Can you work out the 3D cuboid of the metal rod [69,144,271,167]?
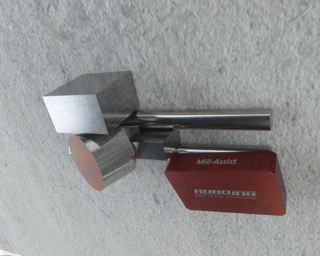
[{"bbox_3d":[-0.005,0.033,0.430,0.300,0.025,0.025,0,119,27],"label":"metal rod"}]

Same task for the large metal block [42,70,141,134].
[{"bbox_3d":[-0.083,-0.034,0.394,0.080,0.080,0.050,1,119,27],"label":"large metal block"}]

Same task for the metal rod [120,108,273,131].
[{"bbox_3d":[-0.012,-0.011,0.407,0.301,0.025,0.025,1,119,27],"label":"metal rod"}]

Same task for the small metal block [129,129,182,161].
[{"bbox_3d":[-0.006,0.017,0.404,0.050,0.050,0.025,1,119,27],"label":"small metal block"}]

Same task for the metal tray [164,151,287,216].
[{"bbox_3d":[0.082,0.070,0.386,0.130,0.030,0.090,-4,134,28],"label":"metal tray"}]

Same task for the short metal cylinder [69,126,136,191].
[{"bbox_3d":[-0.076,0.035,0.406,0.080,0.050,0.079,34,139,36],"label":"short metal cylinder"}]
